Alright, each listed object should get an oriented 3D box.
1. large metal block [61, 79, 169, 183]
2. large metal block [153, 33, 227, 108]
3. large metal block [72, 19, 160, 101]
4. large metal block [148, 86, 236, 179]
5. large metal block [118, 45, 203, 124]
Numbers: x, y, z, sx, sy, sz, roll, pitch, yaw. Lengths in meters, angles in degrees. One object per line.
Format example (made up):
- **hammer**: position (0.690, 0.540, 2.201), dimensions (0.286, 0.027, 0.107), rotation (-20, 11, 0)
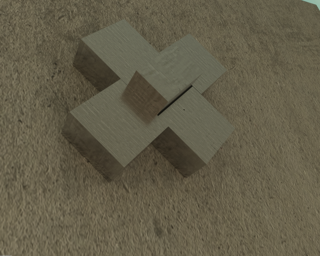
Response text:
- **large metal block**: position (-0.052, 0.002, 0.360), dimensions (0.080, 0.050, 0.080), rotation (45, 51, 3)
- **large metal block**: position (0.039, -0.083, 0.462), dimensions (0.080, 0.050, 0.080), rotation (45, 51, 3)
- **large metal block**: position (-0.054, -0.088, 0.414), dimensions (0.080, 0.050, 0.080), rotation (45, 51, 3)
- **large metal block**: position (0.039, 0.005, 0.408), dimensions (0.080, 0.050, 0.080), rotation (45, 51, 3)
- **large metal block**: position (-0.002, -0.049, 0.400), dimensions (0.050, 0.080, 0.080), rotation (45, 51, 3)
